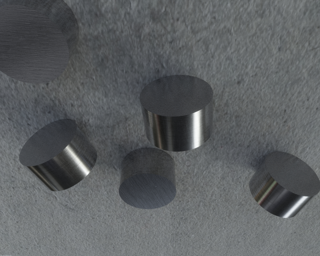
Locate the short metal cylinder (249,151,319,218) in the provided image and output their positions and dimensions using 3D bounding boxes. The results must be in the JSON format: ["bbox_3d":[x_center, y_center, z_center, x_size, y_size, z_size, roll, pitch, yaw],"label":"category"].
[{"bbox_3d":[0.176,0.079,0.442,0.081,0.080,0.050,12,129,-10],"label":"short metal cylinder"}]

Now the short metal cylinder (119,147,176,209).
[{"bbox_3d":[-0.018,0.075,0.454,0.081,0.050,0.079,0,130,0],"label":"short metal cylinder"}]

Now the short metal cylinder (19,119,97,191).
[{"bbox_3d":[-0.129,0.034,0.398,0.080,0.080,0.050,-17,128,14],"label":"short metal cylinder"}]

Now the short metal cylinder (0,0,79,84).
[{"bbox_3d":[-0.127,-0.092,0.311,0.081,0.050,0.079,0,130,0],"label":"short metal cylinder"}]

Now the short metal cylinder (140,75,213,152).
[{"bbox_3d":[0.020,-0.019,0.356,0.080,0.080,0.050,-5,130,3],"label":"short metal cylinder"}]
